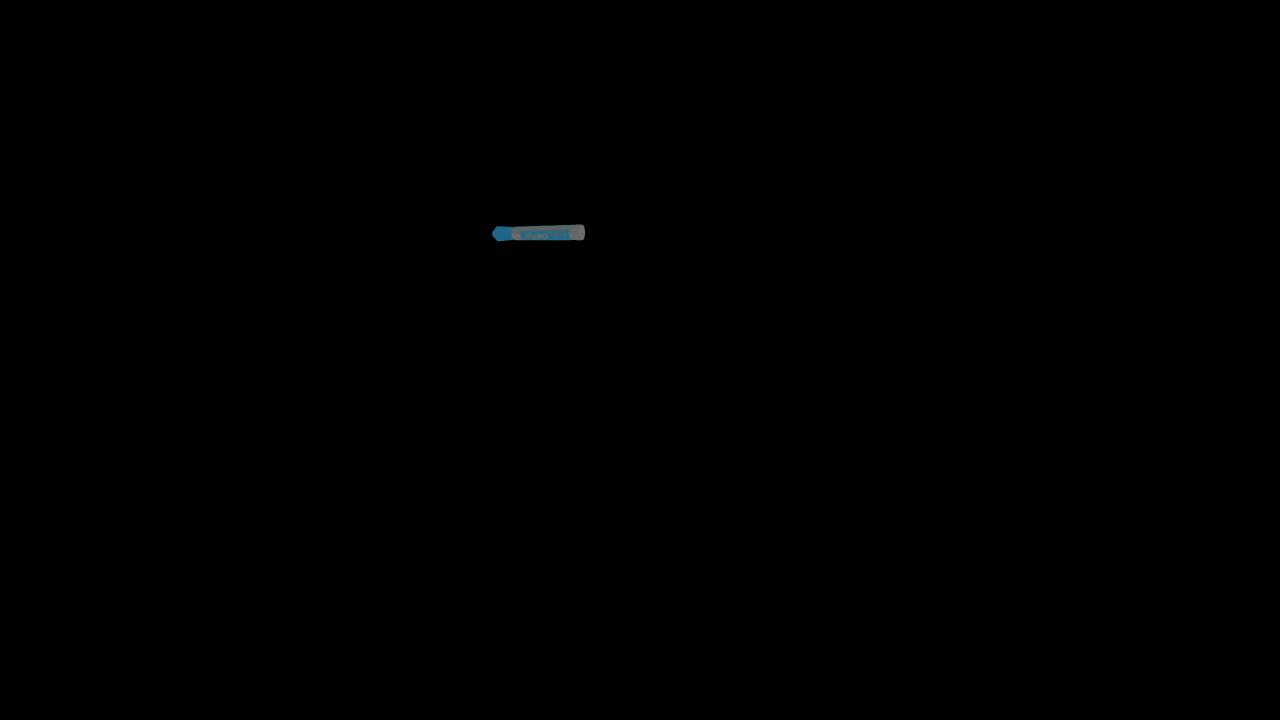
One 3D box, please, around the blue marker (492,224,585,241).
[{"bbox_3d":[-0.128,-0.158,0.766,0.121,0.020,0.020,3,1,16],"label":"blue marker"}]
